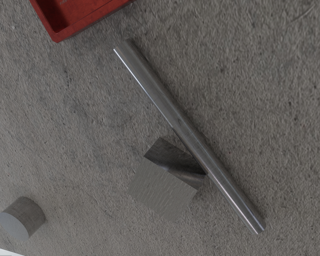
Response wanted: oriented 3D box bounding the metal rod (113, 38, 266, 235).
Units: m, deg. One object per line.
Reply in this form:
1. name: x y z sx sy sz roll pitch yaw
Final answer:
1. metal rod: 0.043 0.018 0.394 0.025 0.025 0.300 -30 102 38

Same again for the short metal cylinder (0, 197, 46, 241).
1. short metal cylinder: -0.296 0.196 0.668 0.080 0.050 0.079 13 124 21

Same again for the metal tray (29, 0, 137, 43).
1. metal tray: -0.094 -0.163 0.351 0.130 0.030 0.090 -15 111 34

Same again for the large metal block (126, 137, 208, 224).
1. large metal block: 0.010 0.073 0.431 0.080 0.050 0.079 32 129 7
